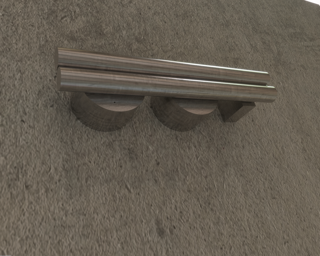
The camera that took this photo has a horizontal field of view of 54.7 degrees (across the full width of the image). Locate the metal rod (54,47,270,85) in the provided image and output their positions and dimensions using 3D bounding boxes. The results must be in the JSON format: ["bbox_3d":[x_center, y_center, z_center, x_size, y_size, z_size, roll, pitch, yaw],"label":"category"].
[{"bbox_3d":[0.024,-0.073,0.397,0.303,0.025,0.025,0,62,-28],"label":"metal rod"}]

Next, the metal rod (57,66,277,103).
[{"bbox_3d":[0.030,-0.050,0.387,0.303,0.025,0.025,0,62,-28],"label":"metal rod"}]

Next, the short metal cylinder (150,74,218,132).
[{"bbox_3d":[0.033,-0.041,0.432,0.081,0.050,0.080,14,56,-21],"label":"short metal cylinder"}]

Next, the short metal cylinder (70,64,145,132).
[{"bbox_3d":[-0.064,-0.042,0.379,0.081,0.050,0.080,14,56,-21],"label":"short metal cylinder"}]

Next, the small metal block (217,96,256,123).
[{"bbox_3d":[0.113,-0.042,0.477,0.025,0.050,0.050,-1,62,-29],"label":"small metal block"}]
